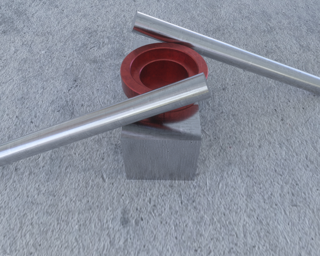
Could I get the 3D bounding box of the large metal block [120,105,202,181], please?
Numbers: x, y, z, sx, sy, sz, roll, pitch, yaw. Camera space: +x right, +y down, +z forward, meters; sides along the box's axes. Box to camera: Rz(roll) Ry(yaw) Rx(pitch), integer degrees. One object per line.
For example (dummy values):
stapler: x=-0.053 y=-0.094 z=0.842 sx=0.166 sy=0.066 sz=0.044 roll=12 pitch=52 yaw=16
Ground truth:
large metal block: x=0.001 y=0.018 z=0.354 sx=0.081 sy=0.080 sz=0.050 roll=1 pitch=50 yaw=0

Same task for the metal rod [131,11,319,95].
metal rod: x=0.109 y=-0.092 z=0.414 sx=0.302 sy=0.025 sz=0.025 roll=14 pitch=48 yaw=-18

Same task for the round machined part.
round machined part: x=0.005 y=-0.054 z=0.363 sx=0.099 sy=0.042 sz=0.098 roll=0 pitch=50 yaw=0

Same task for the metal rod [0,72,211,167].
metal rod: x=-0.094 y=0.003 z=0.329 sx=0.301 sy=0.025 sz=0.025 roll=-18 pitch=49 yaw=14

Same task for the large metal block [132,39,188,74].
large metal block: x=0.004 y=-0.074 z=0.431 sx=0.081 sy=0.080 sz=0.050 roll=1 pitch=50 yaw=0
